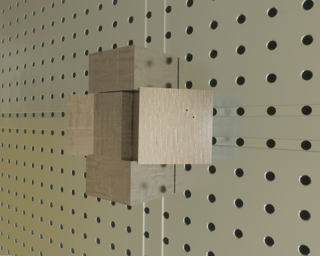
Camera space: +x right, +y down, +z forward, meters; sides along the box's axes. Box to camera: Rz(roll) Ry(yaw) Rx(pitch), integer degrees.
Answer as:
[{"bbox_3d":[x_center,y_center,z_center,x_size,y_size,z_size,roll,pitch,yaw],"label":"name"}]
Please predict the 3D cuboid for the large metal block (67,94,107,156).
[{"bbox_3d":[-0.095,-0.005,0.441,0.050,0.080,0.079,0,91,0],"label":"large metal block"}]

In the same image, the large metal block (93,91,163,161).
[{"bbox_3d":[-0.037,-0.003,0.401,0.050,0.081,0.079,1,91,40],"label":"large metal block"}]

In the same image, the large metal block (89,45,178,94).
[{"bbox_3d":[-0.034,-0.068,0.398,0.080,0.081,0.050,2,91,39],"label":"large metal block"}]

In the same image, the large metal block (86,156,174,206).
[{"bbox_3d":[-0.038,0.061,0.401,0.080,0.081,0.050,2,91,39],"label":"large metal block"}]

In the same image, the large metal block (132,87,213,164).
[{"bbox_3d":[0.012,-0.002,0.351,0.050,0.081,0.079,-177,88,-77],"label":"large metal block"}]
